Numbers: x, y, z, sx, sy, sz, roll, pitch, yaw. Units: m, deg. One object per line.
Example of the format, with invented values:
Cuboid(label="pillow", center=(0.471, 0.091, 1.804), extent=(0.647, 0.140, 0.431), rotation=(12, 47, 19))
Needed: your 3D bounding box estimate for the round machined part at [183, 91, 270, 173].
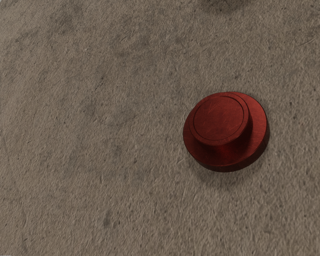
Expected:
Cuboid(label="round machined part", center=(0.072, -0.002, 0.356), extent=(0.098, 0.042, 0.098), rotation=(-13, 56, 20))
